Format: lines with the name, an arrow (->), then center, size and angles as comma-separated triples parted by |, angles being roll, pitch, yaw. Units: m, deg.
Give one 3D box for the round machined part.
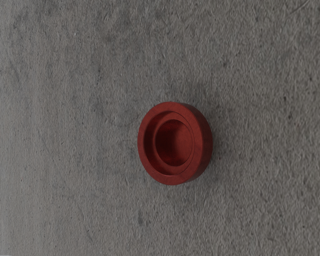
round machined part -> 0.022, 0.018, 0.377 | 0.098, 0.042, 0.097 | 0, 90, 40
